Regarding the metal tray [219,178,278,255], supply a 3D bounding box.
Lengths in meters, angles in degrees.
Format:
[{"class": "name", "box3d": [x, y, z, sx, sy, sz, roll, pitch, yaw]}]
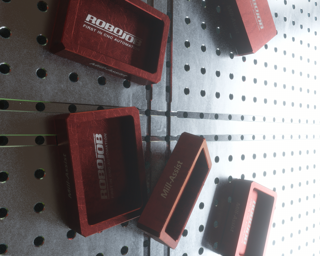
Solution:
[{"class": "metal tray", "box3d": [0.155, 0.162, 0.534, 0.090, 0.030, 0.130, 28, 73, -37]}]

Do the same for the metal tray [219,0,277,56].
[{"class": "metal tray", "box3d": [0.148, -0.201, 0.528, 0.090, 0.030, 0.130, -40, 115, -32]}]

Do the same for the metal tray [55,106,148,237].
[{"class": "metal tray", "box3d": [-0.062, 0.044, 0.352, 0.091, 0.030, 0.129, -10, 96, -39]}]

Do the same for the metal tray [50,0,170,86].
[{"class": "metal tray", "box3d": [-0.051, -0.111, 0.361, 0.131, 0.030, 0.090, 14, 81, -39]}]

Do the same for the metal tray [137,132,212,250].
[{"class": "metal tray", "box3d": [0.025, 0.081, 0.399, 0.130, 0.030, 0.090, -62, 154, -21]}]
